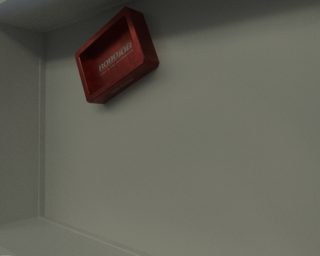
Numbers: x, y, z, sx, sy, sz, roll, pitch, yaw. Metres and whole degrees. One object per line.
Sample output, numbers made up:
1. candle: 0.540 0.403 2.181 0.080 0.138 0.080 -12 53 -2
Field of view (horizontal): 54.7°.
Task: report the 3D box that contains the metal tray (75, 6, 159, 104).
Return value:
1. metal tray: -0.068 -0.102 0.457 0.130 0.030 0.090 -28 73 36
